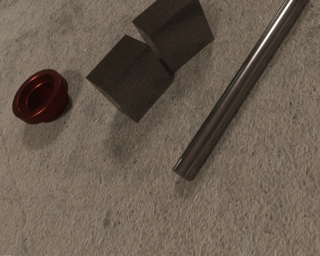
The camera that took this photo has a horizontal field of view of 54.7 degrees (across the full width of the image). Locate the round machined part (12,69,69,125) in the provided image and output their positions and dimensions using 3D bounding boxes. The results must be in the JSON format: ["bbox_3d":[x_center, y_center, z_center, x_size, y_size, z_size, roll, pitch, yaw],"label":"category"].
[{"bbox_3d":[-0.194,-0.048,0.522,0.098,0.042,0.098,-13,56,20],"label":"round machined part"}]

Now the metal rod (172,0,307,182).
[{"bbox_3d":[0.108,-0.066,0.386,0.025,0.025,0.300,26,76,36],"label":"metal rod"}]

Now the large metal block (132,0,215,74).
[{"bbox_3d":[0.021,-0.139,0.442,0.080,0.080,0.050,-40,51,0],"label":"large metal block"}]

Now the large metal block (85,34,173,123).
[{"bbox_3d":[-0.040,-0.067,0.429,0.050,0.080,0.080,35,81,38],"label":"large metal block"}]
